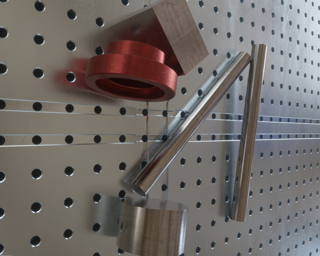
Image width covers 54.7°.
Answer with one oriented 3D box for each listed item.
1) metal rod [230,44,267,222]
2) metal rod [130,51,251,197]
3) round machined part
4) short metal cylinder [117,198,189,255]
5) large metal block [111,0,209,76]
[{"bbox_3d":[0.151,0.007,0.528,0.025,0.025,0.298,9,87,-40],"label":"metal rod"},{"bbox_3d":[0.059,-0.022,0.460,0.301,0.025,0.025,-49,119,-29],"label":"metal rod"},{"bbox_3d":[-0.029,-0.062,0.339,0.099,0.098,0.042,15,78,-39],"label":"round machined part"},{"bbox_3d":[-0.009,0.115,0.368,0.081,0.080,0.050,10,84,-40],"label":"short metal cylinder"},{"bbox_3d":[0.000,-0.106,0.375,0.050,0.080,0.080,-44,117,-31],"label":"large metal block"}]
